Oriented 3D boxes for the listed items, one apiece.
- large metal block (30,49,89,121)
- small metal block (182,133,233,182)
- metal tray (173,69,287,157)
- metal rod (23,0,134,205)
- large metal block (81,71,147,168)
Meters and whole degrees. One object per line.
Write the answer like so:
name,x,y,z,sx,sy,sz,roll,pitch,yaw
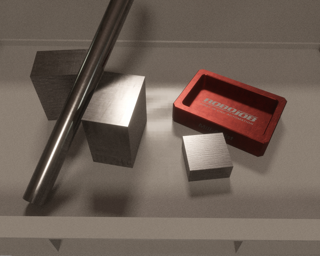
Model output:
large metal block,-0.116,-0.057,0.416,0.081,0.080,0.050,-4,50,-4
small metal block,0.056,0.035,0.377,0.050,0.025,0.050,-5,50,-5
metal tray,0.094,-0.025,0.423,0.130,0.030,0.090,24,54,18
metal rod,-0.083,-0.058,0.357,0.025,0.025,0.299,20,83,15
large metal block,-0.050,-0.010,0.377,0.050,0.080,0.080,9,51,7
